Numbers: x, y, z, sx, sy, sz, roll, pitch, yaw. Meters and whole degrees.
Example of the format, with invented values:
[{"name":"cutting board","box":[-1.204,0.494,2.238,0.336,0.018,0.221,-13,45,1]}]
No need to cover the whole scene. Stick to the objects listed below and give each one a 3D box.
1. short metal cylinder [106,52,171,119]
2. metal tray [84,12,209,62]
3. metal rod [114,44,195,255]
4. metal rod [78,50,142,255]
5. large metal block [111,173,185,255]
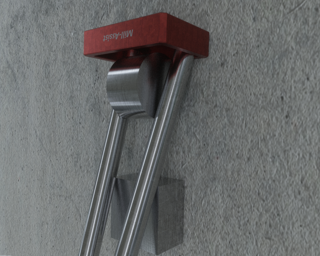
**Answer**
[{"name":"short metal cylinder","box":[-0.019,-0.051,0.385,0.050,0.081,0.079,3,92,39]},{"name":"metal tray","box":[-0.018,-0.102,0.377,0.130,0.091,0.030,3,92,39]},{"name":"metal rod","box":[-0.010,0.045,0.352,0.025,0.025,0.299,11,82,39]},{"name":"metal rod","box":[-0.064,0.042,0.397,0.025,0.025,0.299,3,76,39]},{"name":"large metal block","box":[-0.017,0.105,0.399,0.080,0.050,0.079,2,92,39]}]
